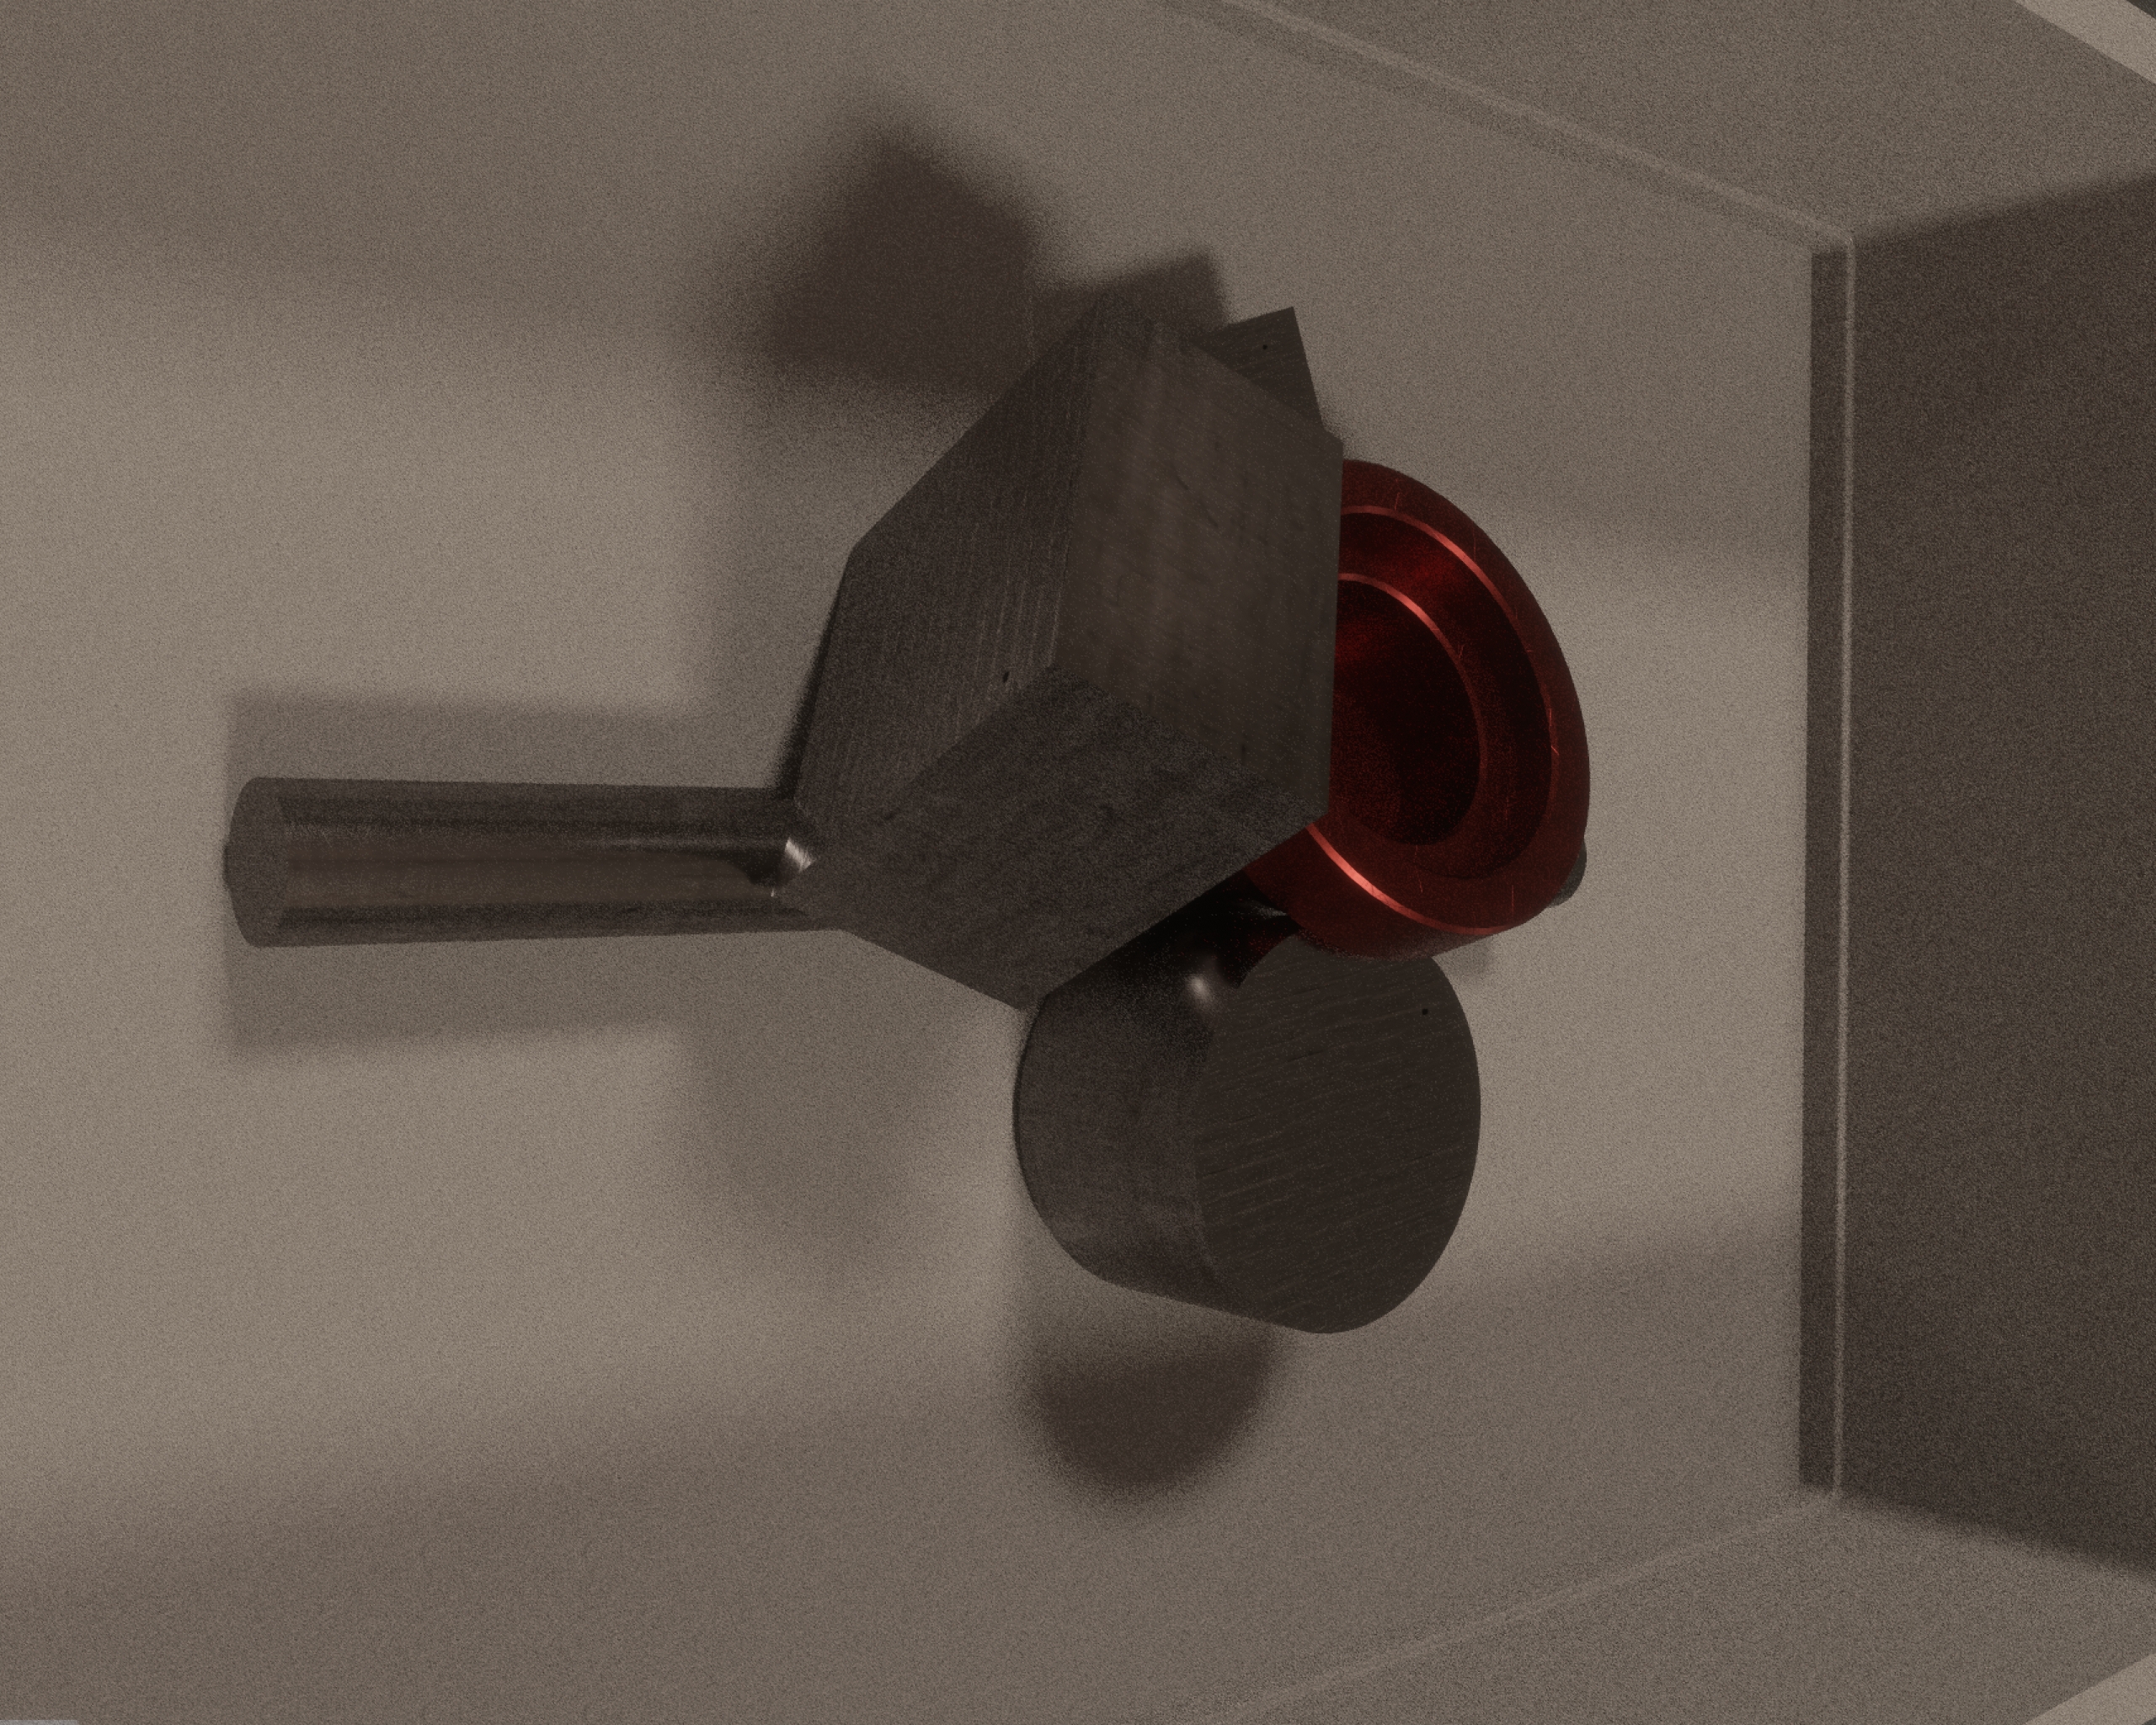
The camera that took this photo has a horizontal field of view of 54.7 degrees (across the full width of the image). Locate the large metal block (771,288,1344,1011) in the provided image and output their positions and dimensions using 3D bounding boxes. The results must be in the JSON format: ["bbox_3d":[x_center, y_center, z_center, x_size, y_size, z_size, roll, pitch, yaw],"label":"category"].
[{"bbox_3d":[-0.002,-0.033,0.350,0.050,0.080,0.080,27,50,-26],"label":"large metal block"}]

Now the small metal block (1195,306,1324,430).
[{"bbox_3d":[0.025,-0.082,0.428,0.050,0.025,0.050,-27,107,-37],"label":"small metal block"}]

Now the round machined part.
[{"bbox_3d":[0.054,-0.027,0.416,0.099,0.042,0.098,16,63,-34],"label":"round machined part"}]

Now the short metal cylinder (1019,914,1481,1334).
[{"bbox_3d":[0.035,0.050,0.419,0.081,0.050,0.079,0,90,-40],"label":"short metal cylinder"}]

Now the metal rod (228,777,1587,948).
[{"bbox_3d":[-0.004,-0.001,0.401,0.302,0.025,0.025,0,90,-40],"label":"metal rod"}]
